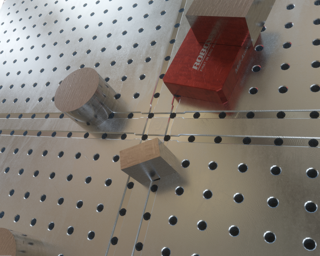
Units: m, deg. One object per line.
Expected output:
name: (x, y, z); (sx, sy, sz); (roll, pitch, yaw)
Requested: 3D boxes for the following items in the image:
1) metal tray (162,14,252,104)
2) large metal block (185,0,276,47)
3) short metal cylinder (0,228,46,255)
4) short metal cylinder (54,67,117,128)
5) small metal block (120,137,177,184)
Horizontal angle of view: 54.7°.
metal tray: (0.072, -0.102, 0.430); (0.090, 0.030, 0.130); (16, 70, 34)
large metal block: (0.092, -0.156, 0.400); (0.080, 0.050, 0.080); (16, 70, 34)
short metal cylinder: (-0.193, 0.171, 0.388); (0.080, 0.050, 0.080); (-13, 56, 21)
short metal cylinder: (-0.115, -0.047, 0.481); (0.080, 0.050, 0.080); (-13, 56, 21)
small metal block: (-0.013, 0.041, 0.374); (0.050, 0.050, 0.025); (-21, 54, 16)
